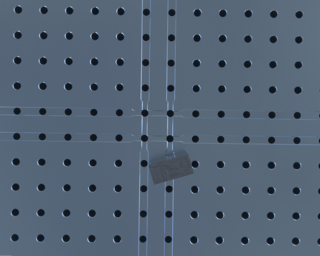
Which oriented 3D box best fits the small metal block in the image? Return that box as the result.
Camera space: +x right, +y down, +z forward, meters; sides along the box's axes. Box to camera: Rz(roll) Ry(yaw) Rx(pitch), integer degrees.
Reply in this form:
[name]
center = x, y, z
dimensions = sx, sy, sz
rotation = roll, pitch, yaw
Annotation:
[small metal block]
center = 0.014, 0.050, 0.401
dimensions = 0.050, 0.050, 0.025
rotation = -16, 90, 0
